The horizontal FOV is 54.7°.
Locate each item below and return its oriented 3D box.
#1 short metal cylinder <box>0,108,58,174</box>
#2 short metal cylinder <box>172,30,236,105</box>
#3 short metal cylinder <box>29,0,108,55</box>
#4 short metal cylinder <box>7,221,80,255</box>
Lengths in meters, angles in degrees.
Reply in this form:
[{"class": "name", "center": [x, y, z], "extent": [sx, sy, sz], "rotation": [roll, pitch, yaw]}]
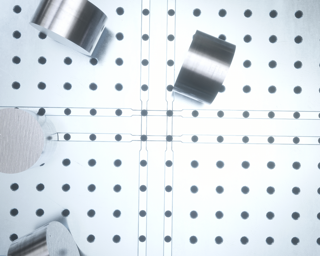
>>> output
[{"class": "short metal cylinder", "center": [-0.181, 0.015, 0.399], "extent": [0.081, 0.050, 0.079], "rotation": [0, 90, 0]}, {"class": "short metal cylinder", "center": [0.054, -0.075, 0.386], "extent": [0.050, 0.080, 0.080], "rotation": [22, 90, 0]}, {"class": "short metal cylinder", "center": [-0.112, -0.132, 0.385], "extent": [0.080, 0.080, 0.050], "rotation": [26, 90, 0]}, {"class": "short metal cylinder", "center": [-0.141, 0.164, 0.385], "extent": [0.050, 0.080, 0.080], "rotation": [-27, 90, 0]}]
